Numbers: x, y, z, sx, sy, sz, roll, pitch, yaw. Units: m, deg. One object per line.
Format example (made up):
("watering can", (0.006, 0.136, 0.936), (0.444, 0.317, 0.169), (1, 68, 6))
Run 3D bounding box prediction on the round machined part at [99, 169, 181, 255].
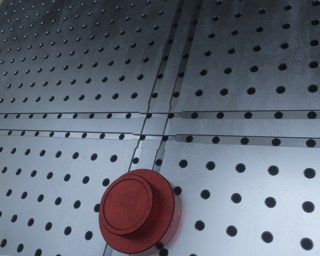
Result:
("round machined part", (-0.029, 0.092, 0.355), (0.098, 0.042, 0.098), (-13, 56, 20))
